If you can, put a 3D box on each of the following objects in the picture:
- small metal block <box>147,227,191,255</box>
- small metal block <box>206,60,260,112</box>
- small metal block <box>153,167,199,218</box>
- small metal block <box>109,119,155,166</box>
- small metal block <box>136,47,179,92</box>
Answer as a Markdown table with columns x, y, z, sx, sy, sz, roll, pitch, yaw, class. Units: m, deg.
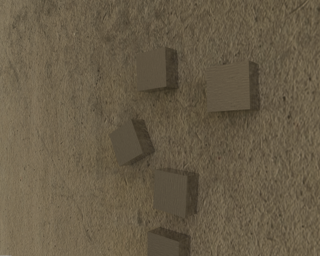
| x | y | z | sx | sy | sz | roll | pitch | yaw | class |
| --- | --- | --- | --- | --- | --- | --- | --- | --- | --- |
| 0.011 | 0.160 | 0.396 | 0.050 | 0.025 | 0.050 | 2 | 91 | 40 | small metal block |
| 0.079 | -0.043 | 0.339 | 0.050 | 0.025 | 0.050 | -2 | 89 | 40 | small metal block |
| 0.020 | 0.079 | 0.389 | 0.050 | 0.025 | 0.050 | 5 | 93 | 40 | small metal block |
| -0.040 | 0.021 | 0.438 | 0.050 | 0.025 | 0.050 | -32 | 70 | 35 | small metal block |
| -0.004 | -0.075 | 0.408 | 0.050 | 0.025 | 0.050 | -3 | 88 | 40 | small metal block |
